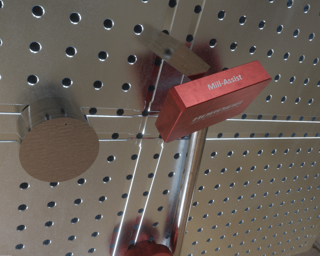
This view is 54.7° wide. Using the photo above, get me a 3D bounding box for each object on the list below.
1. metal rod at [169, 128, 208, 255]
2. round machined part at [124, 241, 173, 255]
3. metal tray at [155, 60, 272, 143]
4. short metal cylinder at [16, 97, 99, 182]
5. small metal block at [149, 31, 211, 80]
[{"bbox_3d":[0.040,0.120,0.509,0.025,0.025,0.298,-7,122,-25],"label":"metal rod"},{"bbox_3d":[-0.026,0.235,0.533,0.099,0.042,0.097,-14,125,-21],"label":"round machined part"},{"bbox_3d":[0.065,-0.032,0.390,0.131,0.030,0.090,-20,160,-22],"label":"metal tray"},{"bbox_3d":[-0.113,0.013,0.342,0.081,0.050,0.079,-14,124,-21],"label":"short metal cylinder"},{"bbox_3d":[0.022,-0.081,0.358,0.050,0.050,0.025,29,102,-38],"label":"small metal block"}]
